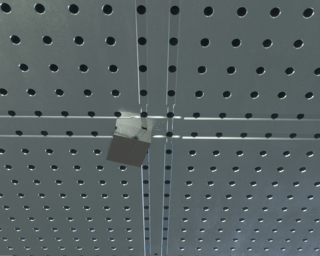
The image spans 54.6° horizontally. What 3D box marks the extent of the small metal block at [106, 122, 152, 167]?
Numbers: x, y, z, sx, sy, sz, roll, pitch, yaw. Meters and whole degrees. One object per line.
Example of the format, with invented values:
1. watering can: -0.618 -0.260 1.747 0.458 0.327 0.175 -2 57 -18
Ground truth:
1. small metal block: -0.044 0.024 0.432 0.050 0.025 0.050 14 129 -12
